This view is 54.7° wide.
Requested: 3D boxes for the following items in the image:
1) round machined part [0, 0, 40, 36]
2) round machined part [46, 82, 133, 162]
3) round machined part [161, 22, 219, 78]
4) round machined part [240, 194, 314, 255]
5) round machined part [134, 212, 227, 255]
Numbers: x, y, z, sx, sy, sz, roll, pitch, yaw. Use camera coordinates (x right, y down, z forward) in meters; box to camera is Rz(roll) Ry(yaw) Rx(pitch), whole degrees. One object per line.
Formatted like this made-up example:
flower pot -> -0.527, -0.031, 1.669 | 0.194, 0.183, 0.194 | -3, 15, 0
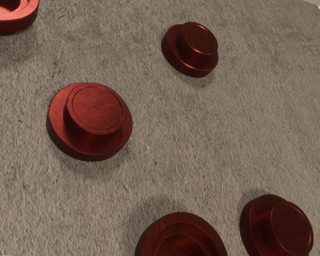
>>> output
round machined part -> -0.202, -0.152, 0.377 | 0.099, 0.042, 0.098 | 14, 56, -21
round machined part -> -0.078, -0.014, 0.360 | 0.099, 0.042, 0.098 | 14, 56, -21
round machined part -> 0.055, -0.134, 0.506 | 0.099, 0.042, 0.098 | 14, 56, -21
round machined part -> 0.156, 0.132, 0.398 | 0.099, 0.042, 0.098 | 14, 56, -21
round machined part -> 0.019, 0.140, 0.319 | 0.099, 0.042, 0.098 | 14, 56, -21
